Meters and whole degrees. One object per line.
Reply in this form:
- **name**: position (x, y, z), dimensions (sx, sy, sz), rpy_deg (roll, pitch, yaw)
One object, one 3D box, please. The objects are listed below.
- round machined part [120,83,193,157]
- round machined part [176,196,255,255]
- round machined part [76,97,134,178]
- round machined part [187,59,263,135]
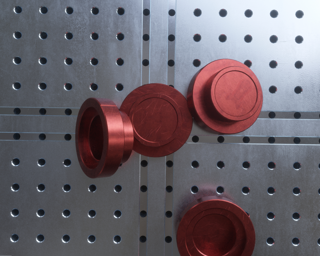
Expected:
- **round machined part**: position (-0.006, -0.010, 0.405), dimensions (0.099, 0.042, 0.097), rpy_deg (0, 90, 0)
- **round machined part**: position (0.070, 0.137, 0.405), dimensions (0.099, 0.042, 0.097), rpy_deg (0, 90, 0)
- **round machined part**: position (-0.067, 0.012, 0.386), dimensions (0.042, 0.098, 0.097), rpy_deg (0, 90, -36)
- **round machined part**: position (0.088, -0.041, 0.394), dimensions (0.099, 0.042, 0.098), rpy_deg (1, 86, -14)
